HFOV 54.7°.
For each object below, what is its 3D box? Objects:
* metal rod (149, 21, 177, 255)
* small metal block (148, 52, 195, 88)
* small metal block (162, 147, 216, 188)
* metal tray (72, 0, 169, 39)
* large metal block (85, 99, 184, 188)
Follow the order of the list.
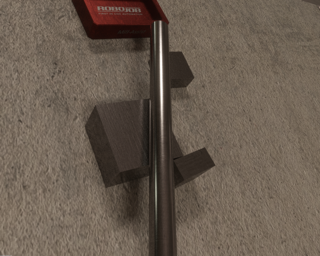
[{"bbox_3d":[0.001,-0.009,0.346,0.025,0.025,0.299,13,56,-22],"label":"metal rod"},{"bbox_3d":[0.017,-0.088,0.468,0.050,0.025,0.050,-9,67,-32],"label":"small metal block"},{"bbox_3d":[0.030,0.051,0.374,0.050,0.050,0.025,-18,72,-35],"label":"small metal block"},{"bbox_3d":[-0.061,-0.184,0.481,0.131,0.030,0.090,-13,69,-34],"label":"metal tray"},{"bbox_3d":[-0.032,0.015,0.363,0.081,0.050,0.080,-10,67,-33],"label":"large metal block"}]
